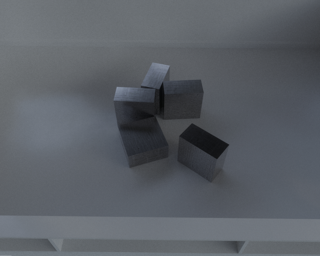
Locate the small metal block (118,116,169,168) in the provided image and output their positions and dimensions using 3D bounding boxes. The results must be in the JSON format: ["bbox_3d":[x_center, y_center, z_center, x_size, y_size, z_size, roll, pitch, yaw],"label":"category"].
[{"bbox_3d":[-0.022,0.017,0.391,0.050,0.025,0.050,-15,52,-12],"label":"small metal block"}]

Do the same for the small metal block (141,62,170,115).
[{"bbox_3d":[-0.005,-0.055,0.435,0.025,0.050,0.050,13,51,11],"label":"small metal block"}]

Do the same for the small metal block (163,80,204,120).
[{"bbox_3d":[0.030,-0.038,0.420,0.050,0.050,0.025,-3,51,-3],"label":"small metal block"}]

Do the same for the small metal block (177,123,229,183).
[{"bbox_3d":[0.049,0.030,0.364,0.050,0.050,0.025,32,57,24],"label":"small metal block"}]

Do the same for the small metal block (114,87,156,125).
[{"bbox_3d":[-0.032,-0.026,0.411,0.050,0.050,0.025,3,50,2],"label":"small metal block"}]
